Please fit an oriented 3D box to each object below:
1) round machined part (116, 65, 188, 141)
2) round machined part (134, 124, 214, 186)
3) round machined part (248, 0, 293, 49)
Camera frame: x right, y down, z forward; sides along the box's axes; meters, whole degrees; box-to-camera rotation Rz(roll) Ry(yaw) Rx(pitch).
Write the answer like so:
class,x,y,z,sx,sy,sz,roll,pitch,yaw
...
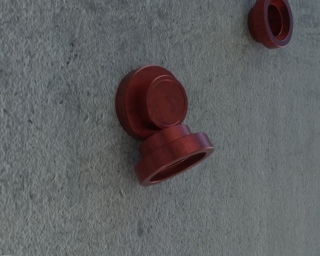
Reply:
class,x,y,z,sx,sy,sz,roll,pitch,yaw
round machined part,-0.003,-0.030,0.391,0.099,0.042,0.097,0,90,-40
round machined part,0.013,0.030,0.378,0.099,0.097,0.042,-11,67,-39
round machined part,0.195,-0.191,0.556,0.099,0.042,0.097,0,90,-40
